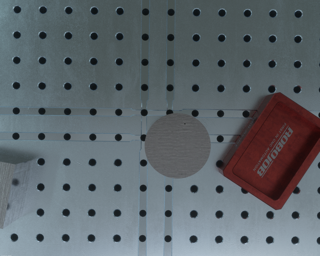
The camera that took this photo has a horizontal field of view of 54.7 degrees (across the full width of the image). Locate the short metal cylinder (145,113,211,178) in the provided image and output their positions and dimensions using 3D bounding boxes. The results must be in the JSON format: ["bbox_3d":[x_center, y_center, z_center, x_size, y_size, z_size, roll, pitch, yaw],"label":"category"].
[{"bbox_3d":[0.022,0.021,0.401,0.081,0.050,0.079,0,90,0],"label":"short metal cylinder"}]

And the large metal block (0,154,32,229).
[{"bbox_3d":[-0.222,0.075,0.399,0.080,0.050,0.080,11,90,0],"label":"large metal block"}]

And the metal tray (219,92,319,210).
[{"bbox_3d":[0.152,0.030,0.411,0.090,0.030,0.130,34,90,0],"label":"metal tray"}]
